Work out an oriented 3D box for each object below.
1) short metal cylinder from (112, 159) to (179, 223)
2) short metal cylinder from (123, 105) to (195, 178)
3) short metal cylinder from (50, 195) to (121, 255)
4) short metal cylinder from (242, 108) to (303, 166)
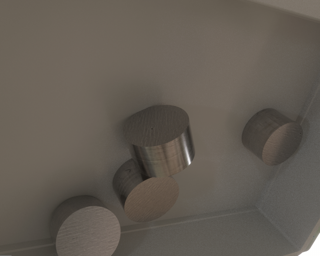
[{"bbox_3d":[-0.020,0.085,0.436,0.081,0.050,0.079,-14,125,-21],"label":"short metal cylinder"},{"bbox_3d":[0.000,0.015,0.384,0.081,0.080,0.050,-25,128,-13],"label":"short metal cylinder"},{"bbox_3d":[-0.098,0.134,0.404,0.081,0.050,0.079,-3,96,-28],"label":"short metal cylinder"},{"bbox_3d":[0.182,0.014,0.504,0.081,0.050,0.079,-14,125,-21],"label":"short metal cylinder"}]
